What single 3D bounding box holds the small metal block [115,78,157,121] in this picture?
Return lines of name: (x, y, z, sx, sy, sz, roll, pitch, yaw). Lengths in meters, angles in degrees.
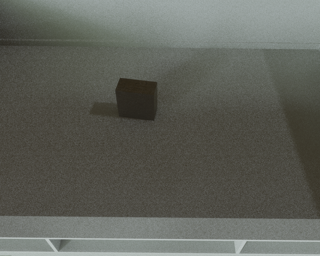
small metal block: (-0.031, -0.038, 0.421, 0.050, 0.050, 0.025, 7, 51, 6)
